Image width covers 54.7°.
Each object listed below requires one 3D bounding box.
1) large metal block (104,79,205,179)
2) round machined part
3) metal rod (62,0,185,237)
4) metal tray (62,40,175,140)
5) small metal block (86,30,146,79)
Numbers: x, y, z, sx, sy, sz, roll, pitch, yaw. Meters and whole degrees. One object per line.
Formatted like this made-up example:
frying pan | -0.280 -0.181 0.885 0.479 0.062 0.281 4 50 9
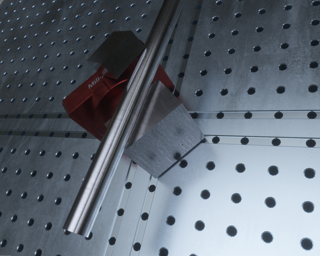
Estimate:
large metal block | -0.004 0.004 0.368 0.080 0.080 0.050 -40 51 1
round machined part | -0.038 -0.022 0.398 0.098 0.098 0.042 -41 51 0
metal rod | -0.029 -0.034 0.340 0.025 0.025 0.300 7 65 31
metal tray | -0.052 -0.045 0.419 0.130 0.090 0.030 -40 51 1
small metal block | -0.052 -0.086 0.362 0.050 0.025 0.050 -50 33 -10
